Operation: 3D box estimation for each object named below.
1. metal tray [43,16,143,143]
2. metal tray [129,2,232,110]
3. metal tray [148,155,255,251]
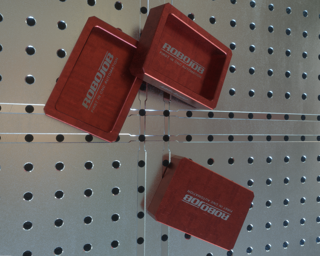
[{"bbox_3d":[-0.073,-0.058,0.383,0.090,0.030,0.130,26,81,-19],"label":"metal tray"},{"bbox_3d":[0.033,-0.087,0.402,0.131,0.030,0.090,23,82,-37],"label":"metal tray"},{"bbox_3d":[0.060,0.105,0.434,0.131,0.030,0.090,28,81,-18],"label":"metal tray"}]
